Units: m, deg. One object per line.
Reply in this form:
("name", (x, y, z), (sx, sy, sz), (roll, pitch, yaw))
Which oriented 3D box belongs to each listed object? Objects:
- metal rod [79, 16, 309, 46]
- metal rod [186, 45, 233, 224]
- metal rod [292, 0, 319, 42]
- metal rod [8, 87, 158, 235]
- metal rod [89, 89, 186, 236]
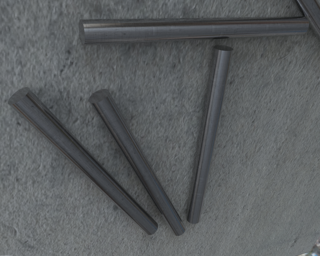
("metal rod", (0.059, -0.118, 0.367), (0.303, 0.025, 0.025), (-10, 123, -24))
("metal rod", (0.069, 0.028, 0.463), (0.025, 0.025, 0.298), (-10, 123, -24))
("metal rod", (0.175, -0.178, 0.394), (0.301, 0.025, 0.025), (29, 102, -38))
("metal rod", (-0.078, 0.064, 0.405), (0.025, 0.025, 0.299), (-37, 130, -4))
("metal rod", (-0.018, 0.069, 0.441), (0.025, 0.025, 0.299), (-32, 129, -8))
